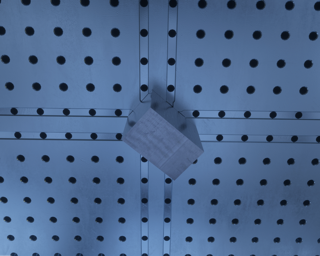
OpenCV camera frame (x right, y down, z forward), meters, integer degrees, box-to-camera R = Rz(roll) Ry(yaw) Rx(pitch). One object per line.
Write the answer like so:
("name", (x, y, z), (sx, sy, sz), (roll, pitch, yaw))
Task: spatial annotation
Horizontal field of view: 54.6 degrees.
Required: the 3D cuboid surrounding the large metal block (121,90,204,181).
("large metal block", (0.003, 0.006, 0.386), (0.080, 0.080, 0.050), (39, 106, -14))
